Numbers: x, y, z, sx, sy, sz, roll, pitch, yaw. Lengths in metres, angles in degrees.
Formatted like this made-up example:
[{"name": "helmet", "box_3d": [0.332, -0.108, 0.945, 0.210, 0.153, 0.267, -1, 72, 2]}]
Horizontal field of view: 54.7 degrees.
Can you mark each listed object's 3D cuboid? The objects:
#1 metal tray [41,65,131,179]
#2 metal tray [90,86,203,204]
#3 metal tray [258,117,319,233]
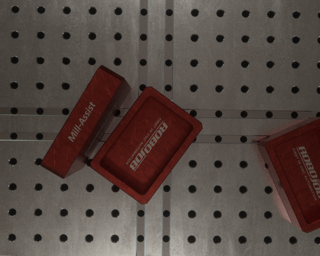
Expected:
[{"name": "metal tray", "box_3d": [-0.085, -0.007, 0.379, 0.030, 0.090, 0.130, 31, 90, 0]}, {"name": "metal tray", "box_3d": [-0.017, 0.022, 0.410, 0.090, 0.030, 0.130, 36, 90, -1]}, {"name": "metal tray", "box_3d": [0.201, 0.061, 0.413, 0.090, 0.030, 0.129, -24, 90, -1]}]
